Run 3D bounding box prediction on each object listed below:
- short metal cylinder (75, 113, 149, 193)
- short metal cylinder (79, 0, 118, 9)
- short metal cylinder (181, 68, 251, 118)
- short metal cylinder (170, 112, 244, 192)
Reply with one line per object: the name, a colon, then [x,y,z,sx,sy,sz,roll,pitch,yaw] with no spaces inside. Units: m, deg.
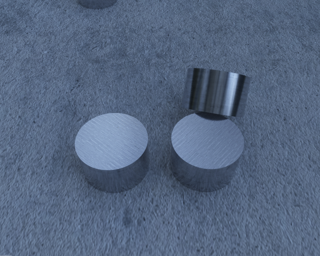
short metal cylinder: [-0.054,0.028,0.363,0.080,0.050,0.080,0,50,0]
short metal cylinder: [-0.128,-0.284,0.624,0.080,0.050,0.080,0,50,0]
short metal cylinder: [0.071,-0.045,0.398,0.080,0.050,0.080,9,6,-1]
short metal cylinder: [0.053,0.028,0.364,0.080,0.050,0.080,0,50,0]
